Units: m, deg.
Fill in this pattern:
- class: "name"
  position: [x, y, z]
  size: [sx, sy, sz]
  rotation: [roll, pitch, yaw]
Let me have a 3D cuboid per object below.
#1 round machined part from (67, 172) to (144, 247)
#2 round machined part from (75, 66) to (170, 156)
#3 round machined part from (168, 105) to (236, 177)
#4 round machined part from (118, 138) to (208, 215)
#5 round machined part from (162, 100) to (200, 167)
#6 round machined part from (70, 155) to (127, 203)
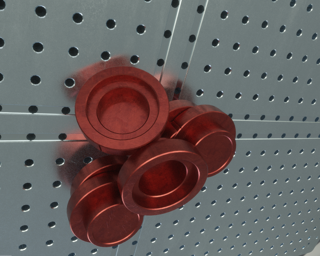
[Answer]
- class: "round machined part"
  position: [-0.059, 0.105, 0.377]
  size: [0.099, 0.042, 0.097]
  rotation: [-14, 124, -21]
- class: "round machined part"
  position: [-0.040, -0.016, 0.343]
  size: [0.099, 0.098, 0.042]
  rotation: [-25, 163, -13]
- class: "round machined part"
  position: [0.055, 0.023, 0.388]
  size: [0.099, 0.042, 0.097]
  rotation: [-14, 124, -21]
- class: "round machined part"
  position: [0.000, 0.050, 0.347]
  size: [0.099, 0.042, 0.097]
  rotation: [-13, 131, -15]
- class: "round machined part"
  position: [0.026, 0.017, 0.397]
  size: [0.099, 0.042, 0.097]
  rotation: [-14, 124, -21]
- class: "round machined part"
  position: [-0.059, 0.086, 0.393]
  size: [0.099, 0.042, 0.097]
  rotation: [-14, 124, -21]
